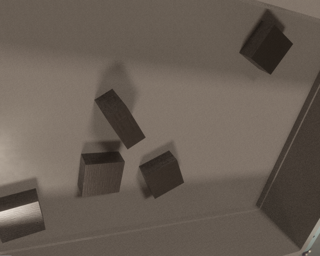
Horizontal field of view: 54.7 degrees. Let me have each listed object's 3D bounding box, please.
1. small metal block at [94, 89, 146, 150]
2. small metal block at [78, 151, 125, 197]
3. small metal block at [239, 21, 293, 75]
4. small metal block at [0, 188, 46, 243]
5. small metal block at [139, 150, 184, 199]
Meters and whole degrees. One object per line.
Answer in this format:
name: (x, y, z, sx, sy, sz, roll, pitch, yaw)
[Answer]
small metal block: (-0.047, -0.011, 0.361, 0.025, 0.050, 0.050, -34, 129, -6)
small metal block: (-0.077, 0.060, 0.405, 0.050, 0.025, 0.050, -2, 119, -28)
small metal block: (0.145, -0.109, 0.423, 0.050, 0.025, 0.050, 24, 105, -37)
small metal block: (-0.173, 0.108, 0.381, 0.050, 0.025, 0.050, -13, 124, -22)
small metal block: (0.003, 0.069, 0.455, 0.050, 0.025, 0.050, -27, 128, -12)
